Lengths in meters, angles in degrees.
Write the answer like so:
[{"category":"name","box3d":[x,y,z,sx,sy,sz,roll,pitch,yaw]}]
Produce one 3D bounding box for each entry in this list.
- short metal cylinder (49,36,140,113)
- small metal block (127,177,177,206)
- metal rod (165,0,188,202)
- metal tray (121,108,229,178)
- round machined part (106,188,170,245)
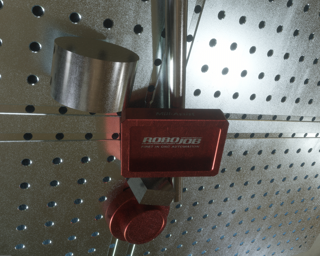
[{"category":"short metal cylinder","box3d":[-0.065,-0.054,0.307,0.081,0.080,0.050,1,118,-29]},{"category":"small metal block","box3d":[-0.013,0.084,0.442,0.050,0.050,0.025,15,111,-35]},{"category":"metal rod","box3d":[0.021,-0.017,0.413,0.025,0.025,0.298,-15,125,-20]},{"category":"metal tray","box3d":[0.016,0.020,0.402,0.131,0.030,0.089,0,122,-7]},{"category":"round machined part","box3d":[-0.029,0.137,0.471,0.099,0.042,0.097,-14,125,-21]}]
